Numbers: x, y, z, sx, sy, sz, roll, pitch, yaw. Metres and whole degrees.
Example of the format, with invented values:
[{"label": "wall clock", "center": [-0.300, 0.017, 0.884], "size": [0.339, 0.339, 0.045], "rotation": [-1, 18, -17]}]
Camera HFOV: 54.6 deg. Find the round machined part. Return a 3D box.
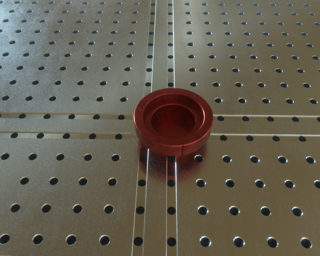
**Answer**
[{"label": "round machined part", "center": [0.017, -0.003, 0.400], "size": [0.099, 0.042, 0.098], "rotation": [0, 50, 0]}]
